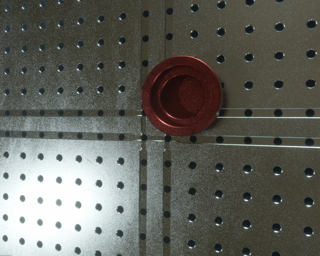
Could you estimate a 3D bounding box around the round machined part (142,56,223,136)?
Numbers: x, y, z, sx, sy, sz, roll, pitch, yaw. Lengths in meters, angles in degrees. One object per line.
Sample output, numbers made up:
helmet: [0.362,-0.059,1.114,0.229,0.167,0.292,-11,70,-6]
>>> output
round machined part: [0.031,-0.039,0.392,0.098,0.042,0.097,0,90,19]
